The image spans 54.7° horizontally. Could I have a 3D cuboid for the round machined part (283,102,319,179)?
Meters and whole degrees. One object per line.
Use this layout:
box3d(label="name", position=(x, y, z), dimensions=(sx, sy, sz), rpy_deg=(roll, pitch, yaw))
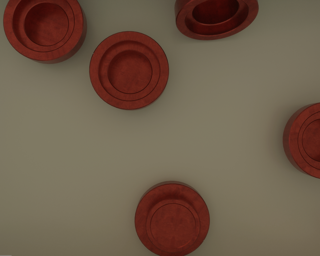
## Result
box3d(label="round machined part", position=(0.210, 0.016, 0.406), dimensions=(0.099, 0.042, 0.097), rpy_deg=(0, 90, -1))

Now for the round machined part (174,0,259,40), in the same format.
box3d(label="round machined part", position=(0.067, -0.152, 0.378), dimensions=(0.099, 0.098, 0.042), rpy_deg=(-4, 75, -1))

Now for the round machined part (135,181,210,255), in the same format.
box3d(label="round machined part", position=(0.016, 0.121, 0.403), dimensions=(0.099, 0.042, 0.097), rpy_deg=(0, 90, -1))

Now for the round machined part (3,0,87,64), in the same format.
box3d(label="round machined part", position=(-0.143, -0.131, 0.401), dimensions=(0.099, 0.042, 0.097), rpy_deg=(0, 90, -1))

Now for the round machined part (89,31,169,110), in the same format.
box3d(label="round machined part", position=(-0.038, -0.071, 0.402), dimensions=(0.099, 0.042, 0.097), rpy_deg=(0, 90, -1))
